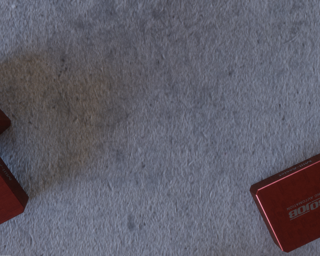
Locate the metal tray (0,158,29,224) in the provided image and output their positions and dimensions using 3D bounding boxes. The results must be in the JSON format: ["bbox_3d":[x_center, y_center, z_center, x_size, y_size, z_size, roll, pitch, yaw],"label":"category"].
[{"bbox_3d":[-0.239,0.067,0.382,0.090,0.030,0.129,-28,108,-5],"label":"metal tray"}]

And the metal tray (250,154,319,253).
[{"bbox_3d":[0.199,0.094,0.410,0.131,0.030,0.090,-25,90,-1],"label":"metal tray"}]

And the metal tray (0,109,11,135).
[{"bbox_3d":[-0.277,0.003,0.403,0.130,0.030,0.090,-41,91,-1],"label":"metal tray"}]
